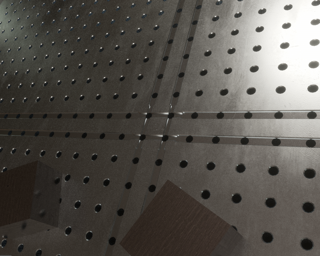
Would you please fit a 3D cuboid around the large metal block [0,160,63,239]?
[{"bbox_3d":[-0.187,0.100,0.427,0.080,0.050,0.080,-18,55,17],"label":"large metal block"}]

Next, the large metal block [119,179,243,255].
[{"bbox_3d":[0.021,0.113,0.311,0.080,0.050,0.080,31,79,37],"label":"large metal block"}]
